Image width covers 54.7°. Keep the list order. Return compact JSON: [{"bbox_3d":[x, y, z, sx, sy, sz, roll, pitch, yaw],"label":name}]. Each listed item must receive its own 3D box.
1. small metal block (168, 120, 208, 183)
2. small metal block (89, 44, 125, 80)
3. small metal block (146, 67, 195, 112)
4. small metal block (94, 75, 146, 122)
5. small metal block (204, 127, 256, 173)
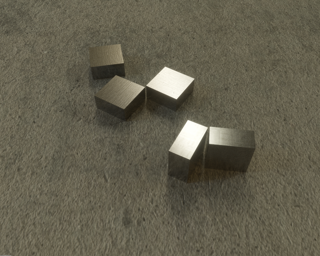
[{"bbox_3d":[0.032,0.028,0.364,0.025,0.050,0.050,22,54,17],"label":"small metal block"},{"bbox_3d":[-0.084,-0.105,0.491,0.050,0.025,0.050,-9,51,-7],"label":"small metal block"},{"bbox_3d":[0.015,-0.058,0.451,0.050,0.025,0.050,27,55,20],"label":"small metal block"},{"bbox_3d":[-0.056,-0.043,0.439,0.050,0.025,0.050,25,54,19],"label":"small metal block"},{"bbox_3d":[0.081,0.026,0.365,0.050,0.050,0.025,5,50,4],"label":"small metal block"}]
